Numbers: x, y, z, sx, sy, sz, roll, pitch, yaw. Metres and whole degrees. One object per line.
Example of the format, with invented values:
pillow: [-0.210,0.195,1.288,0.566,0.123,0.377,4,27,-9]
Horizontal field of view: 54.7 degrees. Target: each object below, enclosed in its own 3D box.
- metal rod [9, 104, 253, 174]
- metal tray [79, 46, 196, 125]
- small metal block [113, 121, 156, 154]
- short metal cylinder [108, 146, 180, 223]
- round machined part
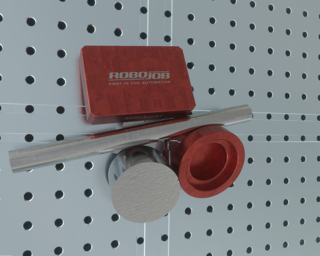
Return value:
metal rod: [-0.018,0.008,0.379,0.303,0.025,0.025,-12,94,-20]
metal tray: [-0.028,-0.056,0.385,0.131,0.030,0.090,-5,73,-21]
small metal block: [-0.033,0.015,0.410,0.050,0.025,0.050,19,84,-20]
short metal cylinder: [-0.021,0.068,0.380,0.081,0.050,0.079,-5,110,-13]
round machined part: [0.061,0.041,0.415,0.099,0.042,0.097,-10,116,-20]
